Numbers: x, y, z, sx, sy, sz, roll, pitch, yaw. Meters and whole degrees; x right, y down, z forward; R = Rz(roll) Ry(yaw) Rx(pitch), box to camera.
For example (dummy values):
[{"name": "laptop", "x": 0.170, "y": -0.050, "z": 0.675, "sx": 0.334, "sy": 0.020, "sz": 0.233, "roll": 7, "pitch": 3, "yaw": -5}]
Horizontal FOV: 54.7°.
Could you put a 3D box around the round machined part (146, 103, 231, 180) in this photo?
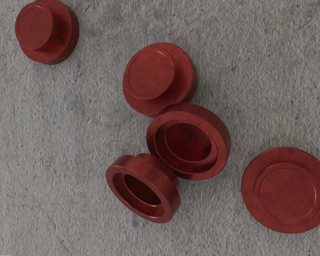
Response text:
[{"name": "round machined part", "x": 0.037, "y": 0.012, "z": 0.372, "sx": 0.098, "sy": 0.042, "sz": 0.097, "roll": 13, "pitch": 127, "yaw": 18}]

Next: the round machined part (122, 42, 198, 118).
[{"name": "round machined part", "x": -0.005, "y": -0.063, "z": 0.392, "sx": 0.098, "sy": 0.042, "sz": 0.098, "roll": -5, "pitch": 77, "yaw": 23}]

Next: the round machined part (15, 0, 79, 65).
[{"name": "round machined part", "x": -0.174, "y": -0.146, "z": 0.462, "sx": 0.098, "sy": 0.042, "sz": 0.097, "roll": 0, "pitch": 90, "yaw": 20}]

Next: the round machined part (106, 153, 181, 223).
[{"name": "round machined part", "x": -0.016, "y": 0.070, "z": 0.388, "sx": 0.098, "sy": 0.042, "sz": 0.097, "roll": 24, "pitch": 140, "yaw": 22}]

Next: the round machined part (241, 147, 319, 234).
[{"name": "round machined part", "x": 0.142, "y": 0.071, "z": 0.350, "sx": 0.098, "sy": 0.042, "sz": 0.097, "roll": 0, "pitch": 90, "yaw": 20}]
